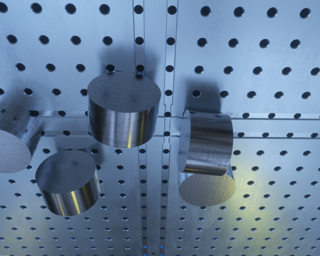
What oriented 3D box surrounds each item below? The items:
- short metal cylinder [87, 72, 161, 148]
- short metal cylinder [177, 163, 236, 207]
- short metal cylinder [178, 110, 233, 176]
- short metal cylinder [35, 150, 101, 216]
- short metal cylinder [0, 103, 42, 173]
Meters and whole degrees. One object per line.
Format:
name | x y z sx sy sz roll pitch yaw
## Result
short metal cylinder | -0.042 -0.022 0.356 0.081 0.080 0.050 6 130 -5
short metal cylinder | 0.067 0.071 0.457 0.081 0.050 0.079 0 130 0
short metal cylinder | 0.055 0.019 0.393 0.050 0.080 0.079 6 130 -5
short metal cylinder | -0.128 0.077 0.439 0.081 0.080 0.050 -1 130 0
short metal cylinder | -0.202 0.014 0.404 0.081 0.050 0.079 0 130 0
